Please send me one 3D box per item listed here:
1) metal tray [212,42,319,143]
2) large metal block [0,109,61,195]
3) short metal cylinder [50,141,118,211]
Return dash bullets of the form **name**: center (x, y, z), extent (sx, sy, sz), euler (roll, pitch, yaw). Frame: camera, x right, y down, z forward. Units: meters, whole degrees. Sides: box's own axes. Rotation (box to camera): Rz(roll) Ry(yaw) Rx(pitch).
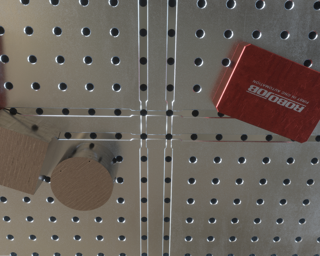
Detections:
- **metal tray**: center (0.145, -0.044, 0.396), extent (0.131, 0.030, 0.089), euler (20, 109, -8)
- **large metal block**: center (-0.188, 0.031, 0.410), extent (0.080, 0.050, 0.079), euler (20, 109, -8)
- **short metal cylinder**: center (-0.101, 0.065, 0.423), extent (0.081, 0.050, 0.079), euler (0, 110, 0)
